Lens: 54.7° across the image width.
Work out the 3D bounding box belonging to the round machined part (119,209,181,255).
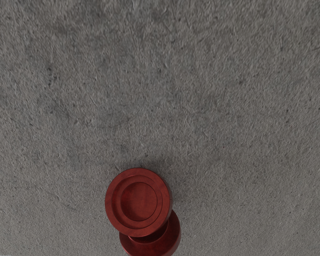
[{"bbox_3d":[-0.017,0.160,0.493,0.099,0.098,0.042,-7,136,5],"label":"round machined part"}]

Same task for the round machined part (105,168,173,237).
[{"bbox_3d":[-0.029,0.110,0.466,0.098,0.098,0.042,-13,165,10],"label":"round machined part"}]
